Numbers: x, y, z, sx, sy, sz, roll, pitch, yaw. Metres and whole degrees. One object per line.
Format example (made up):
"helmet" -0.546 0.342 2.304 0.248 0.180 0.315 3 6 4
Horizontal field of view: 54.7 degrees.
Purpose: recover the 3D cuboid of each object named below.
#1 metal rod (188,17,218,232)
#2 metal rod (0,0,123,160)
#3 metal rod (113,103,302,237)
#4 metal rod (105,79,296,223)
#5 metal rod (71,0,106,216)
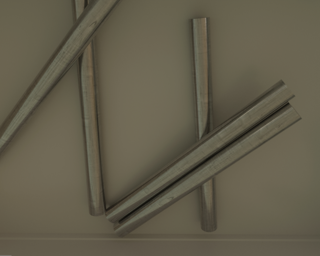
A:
"metal rod" 0.060 0.010 0.415 0.025 0.025 0.298 -5 110 1
"metal rod" -0.143 -0.048 0.373 0.025 0.025 0.299 40 112 -14
"metal rod" 0.047 0.066 0.412 0.299 0.025 0.025 -39 106 22
"metal rod" 0.037 0.042 0.404 0.299 0.025 0.025 -39 106 21
"metal rod" -0.090 -0.018 0.403 0.025 0.025 0.298 0 110 -1
